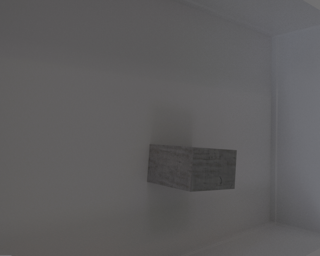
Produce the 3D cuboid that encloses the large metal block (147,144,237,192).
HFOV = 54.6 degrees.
[{"bbox_3d":[0.041,0.050,0.404,0.081,0.080,0.050,6,86,-40],"label":"large metal block"}]
